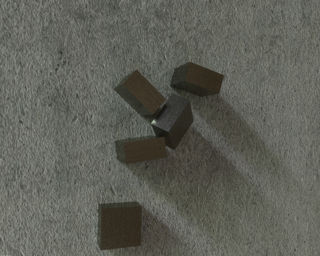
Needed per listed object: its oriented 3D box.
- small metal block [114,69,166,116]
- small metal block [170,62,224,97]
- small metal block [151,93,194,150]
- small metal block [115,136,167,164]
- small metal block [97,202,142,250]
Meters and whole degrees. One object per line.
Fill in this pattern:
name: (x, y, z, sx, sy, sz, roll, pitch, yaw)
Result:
small metal block: (-0.026, -0.042, 0.386, 0.050, 0.050, 0.025, 44, 76, -15)
small metal block: (0.048, -0.063, 0.413, 0.050, 0.050, 0.025, 17, 85, -19)
small metal block: (0.017, -0.007, 0.397, 0.025, 0.050, 0.050, 25, 68, 24)
small metal block: (-0.025, 0.026, 0.386, 0.050, 0.050, 0.025, -8, 93, -20)
small metal block: (-0.051, 0.122, 0.390, 0.050, 0.025, 0.050, 1, 90, -20)
